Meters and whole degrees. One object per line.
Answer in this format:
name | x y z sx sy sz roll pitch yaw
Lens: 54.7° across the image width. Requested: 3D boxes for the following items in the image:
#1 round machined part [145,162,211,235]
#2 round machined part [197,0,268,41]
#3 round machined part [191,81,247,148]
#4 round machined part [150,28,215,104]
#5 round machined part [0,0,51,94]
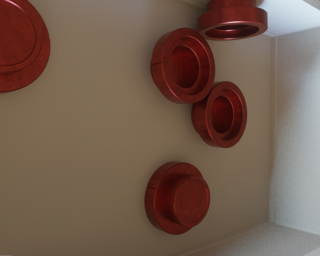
round machined part | 0.031 0.096 0.421 0.099 0.042 0.097 0 90 -40
round machined part | 0.103 -0.158 0.444 0.099 0.098 0.042 -3 93 -40
round machined part | 0.085 -0.020 0.465 0.099 0.042 0.097 -2 92 -41
round machined part | 0.026 -0.081 0.417 0.099 0.042 0.097 0 90 -40
round machined part | -0.145 -0.080 0.274 0.099 0.042 0.097 0 90 -40
